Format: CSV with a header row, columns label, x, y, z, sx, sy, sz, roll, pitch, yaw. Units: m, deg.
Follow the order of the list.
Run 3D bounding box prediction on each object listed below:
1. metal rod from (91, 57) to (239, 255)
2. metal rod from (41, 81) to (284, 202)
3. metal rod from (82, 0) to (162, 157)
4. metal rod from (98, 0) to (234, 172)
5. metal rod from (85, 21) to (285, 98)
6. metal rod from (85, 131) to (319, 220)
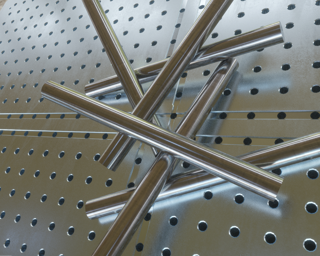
label,x,y,z,sx,sy,sz,roll,pitch,yaw
metal rod,0.015,0.028,0.357,0.025,0.025,0.300,18,63,35
metal rod,-0.017,0.004,0.347,0.300,0.025,0.025,23,74,22
metal rod,-0.056,-0.093,0.446,0.025,0.025,0.299,-30,67,9
metal rod,0.020,-0.077,0.389,0.025,0.025,0.300,31,84,38
metal rod,0.014,-0.086,0.433,0.300,0.025,0.025,-11,57,29
metal rod,0.049,0.056,0.348,0.300,0.025,0.025,-19,54,17
